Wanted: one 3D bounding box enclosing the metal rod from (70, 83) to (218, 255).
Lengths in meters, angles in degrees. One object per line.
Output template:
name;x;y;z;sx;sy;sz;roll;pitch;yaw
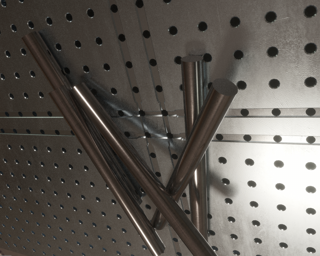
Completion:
metal rod;-0.024;0.061;0.418;0.300;0.025;0.025;52;129;7

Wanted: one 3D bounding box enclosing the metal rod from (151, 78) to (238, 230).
metal rod;0.029;0.059;0.400;0.025;0.025;0.298;29;138;10

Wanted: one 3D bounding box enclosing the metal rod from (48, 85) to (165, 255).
metal rod;-0.072;0.073;0.462;0.025;0.025;0.299;-17;110;34

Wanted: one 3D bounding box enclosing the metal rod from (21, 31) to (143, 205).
metal rod;-0.109;-0.002;0.465;0.025;0.025;0.299;-18;110;34

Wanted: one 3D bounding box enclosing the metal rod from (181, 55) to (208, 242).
metal rod;0.050;0.052;0.416;0.025;0.025;0.298;8;122;24
